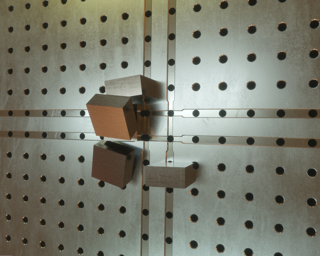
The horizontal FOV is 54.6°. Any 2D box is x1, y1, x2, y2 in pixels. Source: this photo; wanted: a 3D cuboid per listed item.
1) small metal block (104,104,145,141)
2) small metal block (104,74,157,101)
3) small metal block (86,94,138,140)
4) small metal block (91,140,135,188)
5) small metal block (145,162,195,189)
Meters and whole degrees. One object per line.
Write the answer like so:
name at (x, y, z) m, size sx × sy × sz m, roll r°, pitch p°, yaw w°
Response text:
small metal block at (-0.050, -0.007, 0.431) m, size 0.050 × 0.025 × 0.050 m, roll 0°, pitch 90°, yaw 20°
small metal block at (-0.038, -0.051, 0.413) m, size 0.050 × 0.050 × 0.025 m, roll -7°, pitch 88°, yaw 20°
small metal block at (-0.060, -0.014, 0.394) m, size 0.050 × 0.025 × 0.050 m, roll 7°, pitch 130°, yaw 20°
small metal block at (-0.065, 0.049, 0.429) m, size 0.050 × 0.025 × 0.050 m, roll 16°, pitch 113°, yaw 19°
small metal block at (0.014, 0.059, 0.395) m, size 0.050 × 0.050 × 0.025 m, roll 0°, pitch 90°, yaw 20°
